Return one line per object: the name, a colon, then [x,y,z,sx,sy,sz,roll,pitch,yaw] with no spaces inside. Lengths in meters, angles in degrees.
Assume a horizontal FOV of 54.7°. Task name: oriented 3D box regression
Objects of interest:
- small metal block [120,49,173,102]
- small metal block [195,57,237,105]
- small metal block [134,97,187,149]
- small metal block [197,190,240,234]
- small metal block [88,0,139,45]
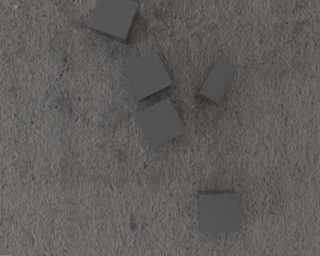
small metal block: [-0.017,-0.068,0.410,0.050,0.025,0.050,-27,90,0]
small metal block: [0.070,-0.058,0.398,0.025,0.050,0.050,29,90,0]
small metal block: [0.000,-0.006,0.410,0.050,0.025,0.050,-27,90,0]
small metal block: [0.077,0.110,0.411,0.050,0.025,0.050,-2,90,0]
small metal block: [-0.060,-0.145,0.409,0.050,0.025,0.050,20,90,0]
